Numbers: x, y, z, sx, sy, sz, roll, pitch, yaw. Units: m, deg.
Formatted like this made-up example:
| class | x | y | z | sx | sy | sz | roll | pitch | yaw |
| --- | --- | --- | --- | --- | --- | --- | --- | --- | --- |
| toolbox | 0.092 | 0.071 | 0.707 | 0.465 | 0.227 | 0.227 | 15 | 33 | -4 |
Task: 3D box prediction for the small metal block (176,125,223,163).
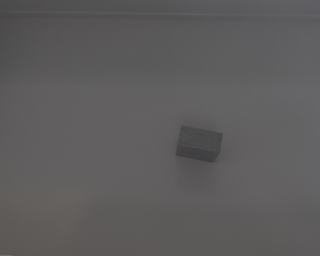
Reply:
| class | x | y | z | sx | sy | sz | roll | pitch | yaw |
| --- | --- | --- | --- | --- | --- | --- | --- | --- | --- |
| small metal block | 0.048 | 0.021 | 0.389 | 0.050 | 0.050 | 0.025 | 11 | 71 | 4 |
